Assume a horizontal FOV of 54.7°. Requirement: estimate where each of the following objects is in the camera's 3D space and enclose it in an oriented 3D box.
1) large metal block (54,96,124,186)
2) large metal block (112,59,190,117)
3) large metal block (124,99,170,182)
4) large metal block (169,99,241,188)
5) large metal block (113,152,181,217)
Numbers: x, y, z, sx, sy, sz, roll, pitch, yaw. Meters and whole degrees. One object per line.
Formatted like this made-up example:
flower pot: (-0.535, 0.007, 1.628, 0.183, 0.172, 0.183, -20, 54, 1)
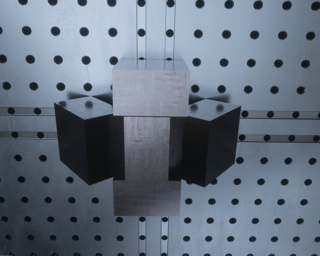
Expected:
large metal block: (-0.086, 0.012, 0.380, 0.050, 0.080, 0.079, -16, 116, -37)
large metal block: (-0.010, -0.050, 0.364, 0.081, 0.080, 0.050, 1, 110, -1)
large metal block: (-0.015, 0.011, 0.387, 0.050, 0.080, 0.079, 1, 110, -1)
large metal block: (0.056, 0.014, 0.381, 0.050, 0.081, 0.079, 15, 114, 34)
large metal block: (-0.016, 0.071, 0.409, 0.081, 0.080, 0.050, 1, 110, -1)
